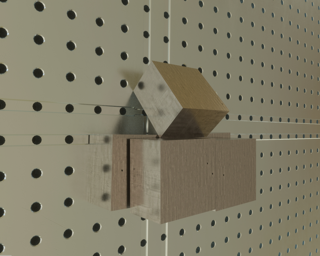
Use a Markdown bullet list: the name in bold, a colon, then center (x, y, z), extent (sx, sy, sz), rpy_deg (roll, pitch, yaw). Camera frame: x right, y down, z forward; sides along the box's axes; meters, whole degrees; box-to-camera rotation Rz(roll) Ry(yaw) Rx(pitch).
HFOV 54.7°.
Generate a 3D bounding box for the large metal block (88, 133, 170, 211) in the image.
- **large metal block**: center (-0.035, 0.047, 0.366), extent (0.081, 0.050, 0.079), rpy_deg (2, 89, -40)

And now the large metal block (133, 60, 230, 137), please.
- **large metal block**: center (0.026, -0.034, 0.390), extent (0.081, 0.050, 0.080), rpy_deg (0, 48, -40)

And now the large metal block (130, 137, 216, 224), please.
- **large metal block**: center (0.015, 0.051, 0.339), extent (0.081, 0.050, 0.079), rpy_deg (0, 90, -40)

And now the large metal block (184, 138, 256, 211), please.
- **large metal block**: center (0.077, 0.053, 0.392), extent (0.081, 0.050, 0.079), rpy_deg (0, 90, -40)

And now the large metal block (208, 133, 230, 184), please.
- **large metal block**: center (0.055, 0.047, 0.441), extent (0.081, 0.050, 0.079), rpy_deg (-1, 91, -40)
